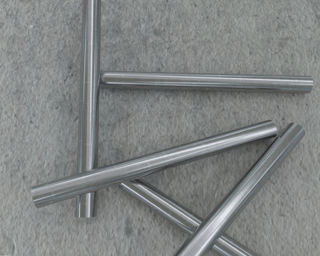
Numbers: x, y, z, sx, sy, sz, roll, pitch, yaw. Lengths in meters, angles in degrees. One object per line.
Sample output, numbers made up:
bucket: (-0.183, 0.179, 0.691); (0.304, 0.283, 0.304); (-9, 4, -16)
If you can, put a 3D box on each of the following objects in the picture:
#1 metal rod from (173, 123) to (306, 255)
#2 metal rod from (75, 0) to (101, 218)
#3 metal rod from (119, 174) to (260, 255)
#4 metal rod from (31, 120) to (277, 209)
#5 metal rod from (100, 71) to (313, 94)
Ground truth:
metal rod: (0.076, 0.094, 0.351); (0.025, 0.025, 0.301); (43, 66, 13)
metal rod: (-0.091, -0.040, 0.399); (0.025, 0.025, 0.299); (-1, 78, -1)
metal rod: (0.082, 0.141, 0.357); (0.301, 0.025, 0.025); (31, 73, 10)
metal rod: (0.005, 0.038, 0.374); (0.302, 0.025, 0.025); (-15, 71, -14)
metal rod: (0.057, -0.064, 0.432); (0.302, 0.025, 0.025); (1, 70, 0)
